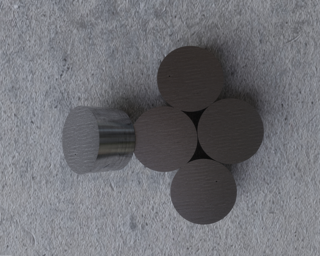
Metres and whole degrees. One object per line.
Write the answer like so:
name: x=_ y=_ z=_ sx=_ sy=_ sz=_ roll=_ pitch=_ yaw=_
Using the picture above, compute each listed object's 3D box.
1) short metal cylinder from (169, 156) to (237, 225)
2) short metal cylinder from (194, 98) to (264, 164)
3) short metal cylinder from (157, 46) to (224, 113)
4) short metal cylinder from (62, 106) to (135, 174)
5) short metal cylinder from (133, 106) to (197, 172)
short metal cylinder: x=0.053 y=0.077 z=0.399 sx=0.081 sy=0.050 sz=0.080 roll=0 pitch=90 yaw=0
short metal cylinder: x=0.085 y=0.004 z=0.399 sx=0.081 sy=0.050 sz=0.080 roll=0 pitch=90 yaw=0
short metal cylinder: x=0.037 y=-0.060 z=0.399 sx=0.081 sy=0.050 sz=0.080 roll=0 pitch=90 yaw=0
short metal cylinder: x=-0.076 y=0.014 z=0.377 sx=0.080 sy=0.050 sz=0.080 roll=-2 pitch=88 yaw=44
short metal cylinder: x=0.005 y=0.013 z=0.398 sx=0.081 sy=0.050 sz=0.080 roll=0 pitch=90 yaw=0
